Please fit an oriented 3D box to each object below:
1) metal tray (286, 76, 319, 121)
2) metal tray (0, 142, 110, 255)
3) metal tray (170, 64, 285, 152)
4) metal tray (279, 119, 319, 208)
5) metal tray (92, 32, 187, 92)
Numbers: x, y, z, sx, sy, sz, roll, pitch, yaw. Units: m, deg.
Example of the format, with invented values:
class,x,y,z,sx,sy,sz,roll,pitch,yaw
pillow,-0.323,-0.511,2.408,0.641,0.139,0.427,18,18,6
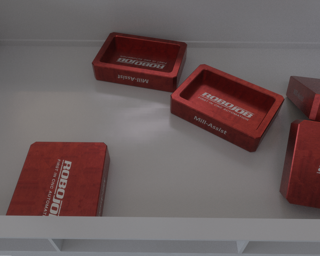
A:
class,x,y,z,sx,sy,sz,roll,pitch,yaw
metal tray,0.222,-0.036,0.393,0.090,0.030,0.130,8,20,7
metal tray,-0.108,0.075,0.338,0.091,0.030,0.130,1,50,0
metal tray,0.091,-0.032,0.429,0.130,0.030,0.090,28,55,21
metal tray,0.205,0.044,0.331,0.131,0.030,0.089,9,93,7
metal tray,-0.029,-0.107,0.490,0.131,0.030,0.090,11,51,8
